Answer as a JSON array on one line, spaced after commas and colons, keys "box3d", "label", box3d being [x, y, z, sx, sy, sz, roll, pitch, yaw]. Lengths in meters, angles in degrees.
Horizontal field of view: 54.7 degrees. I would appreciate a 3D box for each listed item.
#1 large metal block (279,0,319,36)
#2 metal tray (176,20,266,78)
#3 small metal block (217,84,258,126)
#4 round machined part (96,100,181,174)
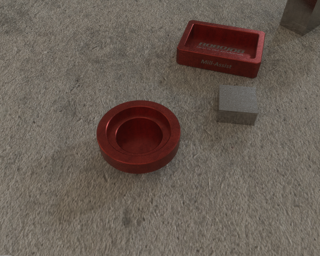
[{"box3d": [0.273, -0.226, 0.560, 0.080, 0.080, 0.050, -33, 58, -25], "label": "large metal block"}, {"box3d": [0.101, -0.133, 0.512, 0.131, 0.030, 0.090, 13, 51, 10], "label": "metal tray"}, {"box3d": [0.106, -0.033, 0.432, 0.050, 0.025, 0.050, 6, 50, 4], "label": "small metal block"}, {"box3d": [-0.025, 0.015, 0.380, 0.099, 0.042, 0.098, 0, 50, 0], "label": "round machined part"}]
